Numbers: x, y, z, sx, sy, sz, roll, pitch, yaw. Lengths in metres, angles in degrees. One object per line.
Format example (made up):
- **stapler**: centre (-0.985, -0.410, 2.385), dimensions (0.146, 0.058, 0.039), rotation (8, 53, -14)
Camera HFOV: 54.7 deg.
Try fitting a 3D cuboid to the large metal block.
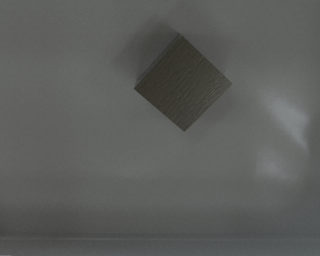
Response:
- **large metal block**: centre (0.027, -0.056, 0.378), dimensions (0.080, 0.050, 0.080), rotation (40, 105, -14)
